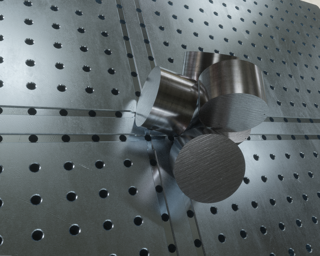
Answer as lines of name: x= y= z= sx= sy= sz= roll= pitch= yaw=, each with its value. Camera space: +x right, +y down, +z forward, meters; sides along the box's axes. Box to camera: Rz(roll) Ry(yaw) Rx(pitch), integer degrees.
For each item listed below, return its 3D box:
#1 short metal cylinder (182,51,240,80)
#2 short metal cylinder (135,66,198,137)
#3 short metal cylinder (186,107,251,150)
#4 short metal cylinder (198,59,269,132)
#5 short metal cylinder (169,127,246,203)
short metal cylinder: x=0.072 y=-0.081 z=0.452 sx=0.081 sy=0.080 sz=0.050 roll=2 pitch=101 yaw=-27
short metal cylinder: x=0.007 y=-0.033 z=0.396 sx=0.050 sy=0.080 sz=0.080 roll=17 pitch=55 yaw=-18
short metal cylinder: x=0.079 y=-0.004 z=0.435 sx=0.081 sy=0.050 sz=0.080 roll=13 pitch=55 yaw=-20
short metal cylinder: x=0.087 y=-0.037 z=0.376 sx=0.081 sy=0.080 sz=0.050 roll=16 pitch=55 yaw=-19
short metal cylinder: x=0.054 y=0.042 z=0.368 sx=0.081 sy=0.050 sz=0.079 roll=-1 pitch=98 yaw=-5
